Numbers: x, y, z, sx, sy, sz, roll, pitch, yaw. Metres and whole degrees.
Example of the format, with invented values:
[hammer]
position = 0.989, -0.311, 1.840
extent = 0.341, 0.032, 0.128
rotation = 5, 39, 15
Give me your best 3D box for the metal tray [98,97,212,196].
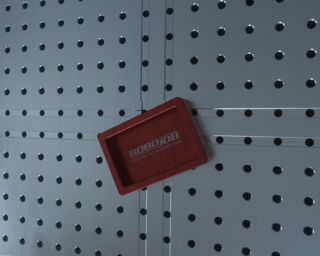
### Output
[metal tray]
position = -0.009, 0.026, 0.412
extent = 0.130, 0.030, 0.090
rotation = -25, 82, 18
